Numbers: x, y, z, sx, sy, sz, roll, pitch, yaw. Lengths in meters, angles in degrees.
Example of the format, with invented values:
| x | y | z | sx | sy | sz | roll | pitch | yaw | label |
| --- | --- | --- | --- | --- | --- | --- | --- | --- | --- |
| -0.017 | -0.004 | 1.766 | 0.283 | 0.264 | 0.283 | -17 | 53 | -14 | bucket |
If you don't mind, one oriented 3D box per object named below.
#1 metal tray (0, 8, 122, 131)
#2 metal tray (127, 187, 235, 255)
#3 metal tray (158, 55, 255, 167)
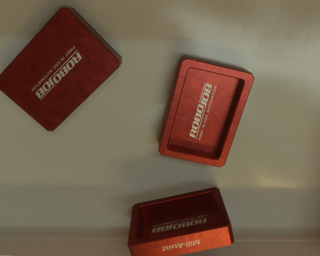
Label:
| x | y | z | sx | sy | sz | roll | pitch | yaw | label |
| --- | --- | --- | --- | --- | --- | --- | --- | --- | --- |
| -0.123 | -0.070 | 0.382 | 0.130 | 0.030 | 0.090 | -41 | 105 | 13 | metal tray |
| 0.026 | 0.129 | 0.424 | 0.131 | 0.090 | 0.030 | -13 | 110 | 4 | metal tray |
| 0.056 | -0.020 | 0.401 | 0.091 | 0.030 | 0.129 | 12 | 110 | -5 | metal tray |
